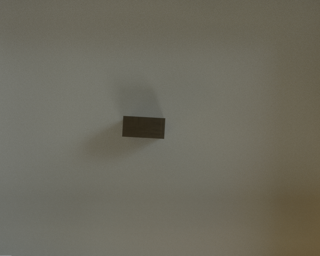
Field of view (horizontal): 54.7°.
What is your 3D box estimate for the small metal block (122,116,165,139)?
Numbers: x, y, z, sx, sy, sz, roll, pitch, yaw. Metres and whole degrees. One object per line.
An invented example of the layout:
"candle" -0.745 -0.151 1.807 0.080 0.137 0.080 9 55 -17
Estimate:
"small metal block" -0.020 -0.001 0.395 0.050 0.050 0.025 3 90 -1
